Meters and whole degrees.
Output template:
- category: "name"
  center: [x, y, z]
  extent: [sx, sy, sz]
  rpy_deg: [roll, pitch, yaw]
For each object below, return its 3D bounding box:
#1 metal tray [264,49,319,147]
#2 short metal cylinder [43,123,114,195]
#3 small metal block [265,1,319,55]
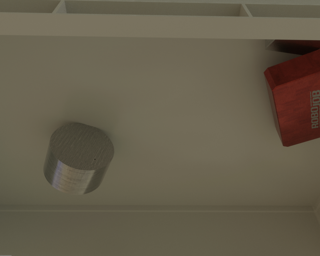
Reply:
- category: "metal tray"
  center: [0.179, -0.032, 0.362]
  extent: [0.090, 0.030, 0.130]
  rpy_deg: [-19, 142, 15]
- category: "short metal cylinder"
  center: [-0.106, 0.040, 0.405]
  extent: [0.081, 0.080, 0.050]
  rpy_deg: [17, 128, -15]
- category: "small metal block"
  center: [0.141, -0.098, 0.312]
  extent: [0.050, 0.025, 0.050]
  rpy_deg: [6, 167, -6]
